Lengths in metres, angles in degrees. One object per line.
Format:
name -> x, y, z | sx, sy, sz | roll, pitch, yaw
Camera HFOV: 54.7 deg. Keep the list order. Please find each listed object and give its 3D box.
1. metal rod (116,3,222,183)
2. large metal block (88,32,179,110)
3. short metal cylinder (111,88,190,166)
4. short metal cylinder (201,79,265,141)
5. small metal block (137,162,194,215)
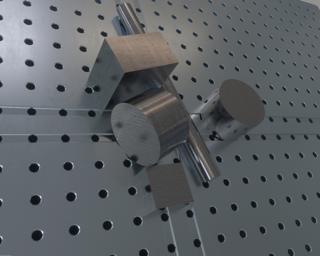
metal rod -> 0.006, -0.062, 0.448 | 0.025, 0.025, 0.299 | -14, 69, -34
large metal block -> -0.036, -0.073, 0.398 | 0.081, 0.080, 0.050 | -19, 72, -35
short metal cylinder -> -0.012, -0.002, 0.368 | 0.050, 0.080, 0.080 | -32, 80, -38
short metal cylinder -> 0.109, -0.027, 0.468 | 0.081, 0.050, 0.080 | 14, 56, -21
small metal block -> 0.006, 0.071, 0.368 | 0.050, 0.025, 0.050 | -3, 63, -30
